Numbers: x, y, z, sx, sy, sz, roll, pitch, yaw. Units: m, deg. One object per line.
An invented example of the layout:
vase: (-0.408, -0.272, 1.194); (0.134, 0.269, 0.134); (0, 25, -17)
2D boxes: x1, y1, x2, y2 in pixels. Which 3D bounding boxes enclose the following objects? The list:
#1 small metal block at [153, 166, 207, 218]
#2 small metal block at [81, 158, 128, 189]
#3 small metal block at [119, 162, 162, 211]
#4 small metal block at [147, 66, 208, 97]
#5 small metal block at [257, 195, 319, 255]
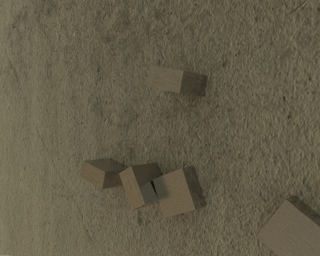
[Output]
small metal block: (0.024, 0.080, 0.386); (0.050, 0.025, 0.050); (-27, 73, 36)
small metal block: (-0.079, 0.065, 0.454); (0.050, 0.050, 0.025); (18, 101, 38)
small metal block: (-0.019, 0.075, 0.405); (0.025, 0.050, 0.050); (-35, 68, 35)
small metal block: (0.021, -0.056, 0.371); (0.050, 0.050, 0.025); (17, 101, 39)
small metal block: (0.131, 0.102, 0.297); (0.050, 0.025, 0.050); (42, 115, 32)
